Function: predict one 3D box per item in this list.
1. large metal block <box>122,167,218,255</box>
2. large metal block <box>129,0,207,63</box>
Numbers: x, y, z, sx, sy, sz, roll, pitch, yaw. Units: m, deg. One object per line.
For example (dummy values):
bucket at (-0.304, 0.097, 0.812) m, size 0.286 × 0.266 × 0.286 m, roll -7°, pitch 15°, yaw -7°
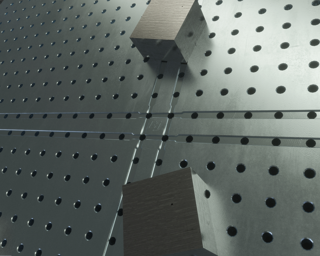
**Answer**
large metal block at (0.009, 0.096, 0.328) m, size 0.080 × 0.050 × 0.080 m, roll -18°, pitch 55°, yaw 17°
large metal block at (0.014, -0.151, 0.476) m, size 0.080 × 0.050 × 0.080 m, roll 14°, pitch 69°, yaw 33°
